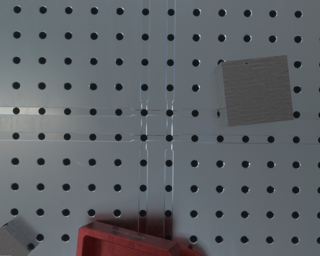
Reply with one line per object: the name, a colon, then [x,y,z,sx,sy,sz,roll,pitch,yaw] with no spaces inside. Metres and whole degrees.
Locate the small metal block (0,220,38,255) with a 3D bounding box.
small metal block: [-0.203,0.162,0.412,0.050,0.025,0.050,44,90,0]

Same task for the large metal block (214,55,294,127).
large metal block: [0.119,-0.045,0.402,0.080,0.050,0.080,-6,90,0]

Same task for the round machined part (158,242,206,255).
round machined part: [0.025,0.205,0.405,0.099,0.042,0.097,0,90,0]

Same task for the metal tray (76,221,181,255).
metal tray: [-0.044,0.176,0.384,0.130,0.030,0.089,6,90,25]
